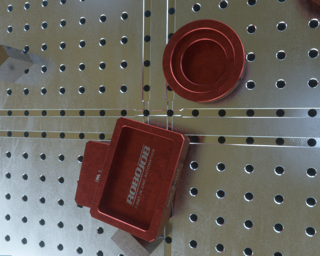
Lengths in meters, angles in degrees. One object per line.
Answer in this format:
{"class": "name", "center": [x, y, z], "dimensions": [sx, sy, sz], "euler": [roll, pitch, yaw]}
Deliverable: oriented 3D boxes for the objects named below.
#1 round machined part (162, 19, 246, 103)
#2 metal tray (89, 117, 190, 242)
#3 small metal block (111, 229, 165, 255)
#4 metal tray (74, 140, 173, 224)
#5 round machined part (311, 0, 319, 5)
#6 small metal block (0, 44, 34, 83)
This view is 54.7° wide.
{"class": "round machined part", "center": [0.056, -0.080, 0.384], "dimensions": [0.098, 0.042, 0.097], "euler": [0, 90, 20]}
{"class": "metal tray", "center": [-0.025, 0.060, 0.383], "dimensions": [0.090, 0.030, 0.129], "euler": [16, 89, 19]}
{"class": "small metal block", "center": [-0.028, 0.146, 0.409], "dimensions": [0.050, 0.050, 0.025], "euler": [40, 106, 15]}
{"class": "metal tray", "center": [-0.045, 0.072, 0.421], "dimensions": [0.130, 0.030, 0.090], "euler": [10, 87, 19]}
{"class": "round machined part", "center": [0.200, -0.176, 0.333], "dimensions": [0.098, 0.042, 0.097], "euler": [0, 90, 20]}
{"class": "small metal block", "center": [-0.237, -0.099, 0.483], "dimensions": [0.050, 0.050, 0.025], "euler": [-38, 78, 16]}
